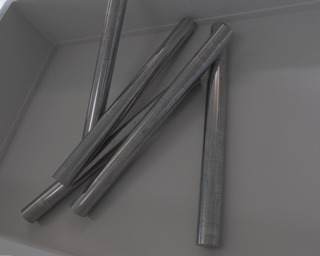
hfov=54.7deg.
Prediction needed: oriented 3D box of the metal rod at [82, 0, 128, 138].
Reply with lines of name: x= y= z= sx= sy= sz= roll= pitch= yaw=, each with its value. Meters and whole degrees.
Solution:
metal rod: x=-0.070 y=-0.112 z=0.426 sx=0.025 sy=0.025 sz=0.298 roll=17 pitch=98 yaw=34

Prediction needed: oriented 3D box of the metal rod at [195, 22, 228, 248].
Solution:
metal rod: x=0.067 y=-0.013 z=0.378 sx=0.025 sy=0.025 sz=0.300 roll=-6 pitch=59 yaw=25

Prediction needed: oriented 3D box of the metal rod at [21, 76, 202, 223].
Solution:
metal rod: x=-0.066 y=0.024 z=0.425 sx=0.300 sy=0.025 sz=0.025 roll=-40 pitch=51 yaw=0

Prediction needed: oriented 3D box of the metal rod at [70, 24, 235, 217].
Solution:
metal rod: x=-0.009 y=-0.010 z=0.397 sx=0.300 sy=0.025 sz=0.025 roll=-50 pitch=51 yaw=0

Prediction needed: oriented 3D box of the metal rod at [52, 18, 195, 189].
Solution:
metal rod: x=-0.040 y=-0.046 z=0.433 sx=0.025 sy=0.025 sz=0.300 roll=22 pitch=67 yaw=36
